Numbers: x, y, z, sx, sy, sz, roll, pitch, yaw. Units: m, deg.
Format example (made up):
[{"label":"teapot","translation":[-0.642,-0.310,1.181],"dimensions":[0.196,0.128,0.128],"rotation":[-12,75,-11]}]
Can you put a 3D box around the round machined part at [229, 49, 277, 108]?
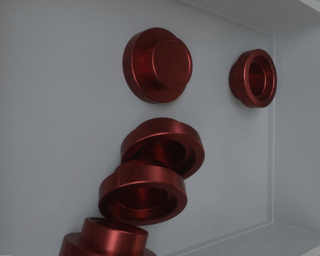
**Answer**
[{"label":"round machined part","translation":[0.155,-0.082,0.528],"dimensions":[0.099,0.042,0.097],"rotation":[0,90,-40]}]

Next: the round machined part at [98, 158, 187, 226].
[{"label":"round machined part","translation":[-0.020,0.071,0.357],"dimensions":[0.098,0.098,0.042],"rotation":[34,34,-36]}]

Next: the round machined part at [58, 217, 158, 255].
[{"label":"round machined part","translation":[-0.049,0.121,0.320],"dimensions":[0.099,0.098,0.042],"rotation":[23,76,-38]}]

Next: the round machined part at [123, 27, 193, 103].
[{"label":"round machined part","translation":[0.004,-0.081,0.401],"dimensions":[0.099,0.042,0.097],"rotation":[0,90,-40]}]

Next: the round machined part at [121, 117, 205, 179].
[{"label":"round machined part","translation":[0.002,0.025,0.375],"dimensions":[0.098,0.098,0.042],"rotation":[34,31,-35]}]
